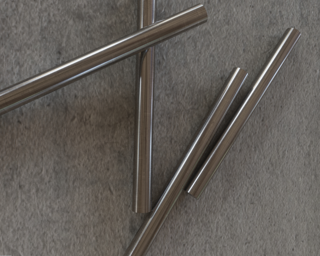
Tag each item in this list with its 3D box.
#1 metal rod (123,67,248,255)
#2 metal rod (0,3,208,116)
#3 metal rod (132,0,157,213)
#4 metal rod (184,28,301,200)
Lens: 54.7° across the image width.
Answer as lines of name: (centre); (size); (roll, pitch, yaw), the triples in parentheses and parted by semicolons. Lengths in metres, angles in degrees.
metal rod: (0.041, 0.044, 0.425); (0.025, 0.025, 0.300); (35, 78, -17)
metal rod: (-0.078, -0.078, 0.362); (0.302, 0.025, 0.025); (-27, 100, -12)
metal rod: (-0.020, -0.042, 0.402); (0.025, 0.025, 0.298); (2, 90, -20)
metal rod: (0.126, -0.029, 0.457); (0.025, 0.025, 0.300); (39, 77, -16)
